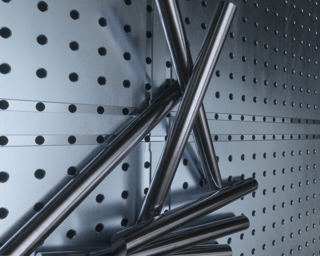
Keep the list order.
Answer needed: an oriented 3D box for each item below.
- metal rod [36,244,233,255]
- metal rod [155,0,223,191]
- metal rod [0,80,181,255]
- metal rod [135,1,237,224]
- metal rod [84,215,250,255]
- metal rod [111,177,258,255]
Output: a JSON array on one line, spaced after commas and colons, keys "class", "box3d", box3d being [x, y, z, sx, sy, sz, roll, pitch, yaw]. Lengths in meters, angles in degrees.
[{"class": "metal rod", "box3d": [-0.008, 0.168, 0.401, 0.302, 0.025, 0.025, 15, 80, -39]}, {"class": "metal rod", "box3d": [0.043, -0.039, 0.412, 0.025, 0.025, 0.299, -37, 122, -33]}, {"class": "metal rod", "box3d": [-0.054, 0.031, 0.362, 0.301, 0.025, 0.025, -46, 118, -30]}, {"class": "metal rod", "box3d": [0.029, -0.006, 0.381, 0.025, 0.025, 0.299, 17, 95, -39]}, {"class": "metal rod", "box3d": [0.035, 0.150, 0.419, 0.302, 0.025, 0.025, 6, 87, -45]}, {"class": "metal rod", "box3d": [0.059, 0.110, 0.431, 0.302, 0.025, 0.025, -6, 94, -48]}]
